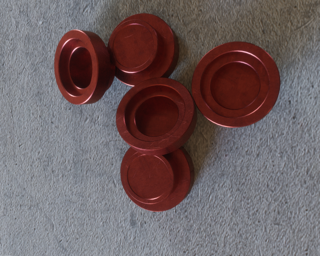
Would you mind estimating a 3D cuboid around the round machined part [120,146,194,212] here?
[{"bbox_3d":[-0.008,0.060,0.402,0.098,0.042,0.097,0,90,19],"label":"round machined part"}]

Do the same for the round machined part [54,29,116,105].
[{"bbox_3d":[-0.099,-0.082,0.423,0.098,0.042,0.097,7,102,40],"label":"round machined part"}]

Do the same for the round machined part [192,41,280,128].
[{"bbox_3d":[0.090,-0.049,0.369,0.098,0.042,0.097,0,90,19],"label":"round machined part"}]

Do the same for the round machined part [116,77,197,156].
[{"bbox_3d":[-0.002,-0.011,0.390,0.098,0.042,0.098,-6,65,14],"label":"round machined part"}]

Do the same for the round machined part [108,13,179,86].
[{"bbox_3d":[-0.027,-0.104,0.409,0.098,0.042,0.097,0,90,19],"label":"round machined part"}]
